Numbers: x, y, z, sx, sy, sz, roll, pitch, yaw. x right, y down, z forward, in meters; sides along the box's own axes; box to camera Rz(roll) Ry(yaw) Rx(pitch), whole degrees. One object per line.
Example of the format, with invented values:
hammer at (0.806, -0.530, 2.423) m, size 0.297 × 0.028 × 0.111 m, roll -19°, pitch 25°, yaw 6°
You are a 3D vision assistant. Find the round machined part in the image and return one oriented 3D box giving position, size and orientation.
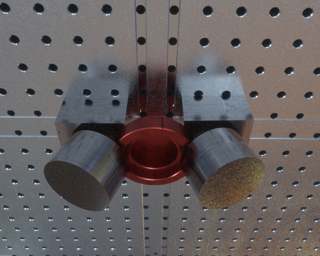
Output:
round machined part at (-0.007, 0.023, 0.381) m, size 0.099 × 0.042 × 0.097 m, roll 0°, pitch 130°, yaw 0°

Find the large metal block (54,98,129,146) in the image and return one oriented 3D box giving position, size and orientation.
large metal block at (-0.082, 0.008, 0.401) m, size 0.081 × 0.050 × 0.079 m, roll 0°, pitch 130°, yaw -1°

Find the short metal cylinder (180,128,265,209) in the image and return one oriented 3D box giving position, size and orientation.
short metal cylinder at (0.070, 0.046, 0.352) m, size 0.081 × 0.050 × 0.079 m, roll -13°, pitch 132°, yaw -15°

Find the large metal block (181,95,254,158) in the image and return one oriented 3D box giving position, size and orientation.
large metal block at (0.068, 0.005, 0.400) m, size 0.080 × 0.050 × 0.079 m, roll -1°, pitch 130°, yaw 0°

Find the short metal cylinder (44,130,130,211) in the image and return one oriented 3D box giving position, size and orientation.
short metal cylinder at (-0.082, 0.049, 0.353) m, size 0.080 × 0.050 × 0.079 m, roll 14°, pitch 133°, yaw 16°
